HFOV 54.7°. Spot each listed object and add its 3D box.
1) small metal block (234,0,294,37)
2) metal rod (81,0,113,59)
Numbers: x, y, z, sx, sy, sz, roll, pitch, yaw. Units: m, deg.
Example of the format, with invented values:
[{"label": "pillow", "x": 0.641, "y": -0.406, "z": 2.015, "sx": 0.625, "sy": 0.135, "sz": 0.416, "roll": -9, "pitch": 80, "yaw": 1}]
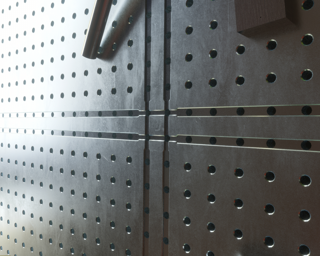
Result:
[{"label": "small metal block", "x": 0.107, "y": -0.128, "z": 0.321, "sx": 0.050, "sy": 0.025, "sz": 0.050, "roll": -7, "pitch": 86, "yaw": 39}, {"label": "metal rod", "x": -0.062, "y": -0.239, "z": 0.435, "sx": 0.025, "sy": 0.025, "sz": 0.298, "roll": 42, "pitch": 122, "yaw": 31}]
